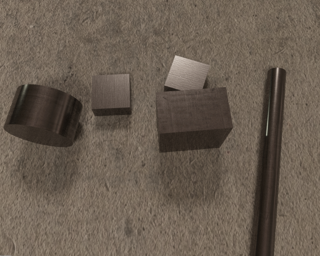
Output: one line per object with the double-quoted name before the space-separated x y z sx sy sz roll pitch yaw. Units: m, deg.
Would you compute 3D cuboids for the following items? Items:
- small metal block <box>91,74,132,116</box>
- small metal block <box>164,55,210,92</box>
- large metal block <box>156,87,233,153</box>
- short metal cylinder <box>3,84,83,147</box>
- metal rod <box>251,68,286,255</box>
"small metal block" -0.066 -0.045 0.424 0.050 0.025 0.050 -3 70 -2
"small metal block" 0.037 -0.068 0.433 0.050 0.025 0.050 17 71 6
"large metal block" 0.037 -0.007 0.382 0.081 0.080 0.050 -5 70 -2
"short metal cylinder" -0.142 -0.013 0.382 0.080 0.080 0.050 8 70 3
"metal rod" 0.136 0.059 0.388 0.025 0.025 0.299 11 70 3
